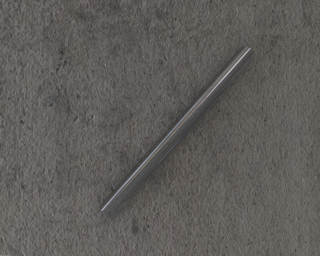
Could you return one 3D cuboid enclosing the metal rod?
[{"bbox_3d":[0.031,-0.002,0.420,0.025,0.025,0.301,46,76,-14],"label":"metal rod"}]
